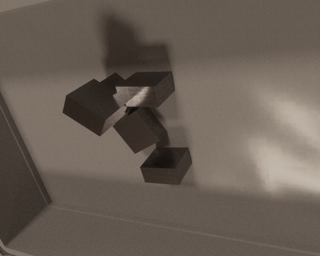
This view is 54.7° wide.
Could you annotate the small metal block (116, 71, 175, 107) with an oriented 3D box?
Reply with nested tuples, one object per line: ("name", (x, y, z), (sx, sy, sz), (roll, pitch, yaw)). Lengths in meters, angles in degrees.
("small metal block", (-0.016, -0.047, 0.371), (0.050, 0.050, 0.025), (4, 120, 26))

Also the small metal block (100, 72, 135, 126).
("small metal block", (-0.056, -0.038, 0.397), (0.050, 0.050, 0.025), (41, 129, 0))

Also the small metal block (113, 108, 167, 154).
("small metal block", (-0.028, 0.001, 0.422), (0.050, 0.025, 0.050), (-30, 102, 37))

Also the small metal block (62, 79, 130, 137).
("small metal block", (-0.071, -0.024, 0.349), (0.050, 0.050, 0.025), (32, 128, 7))

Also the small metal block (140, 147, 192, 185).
("small metal block", (0.009, 0.050, 0.417), (0.050, 0.050, 0.025), (-1, 118, 28))
